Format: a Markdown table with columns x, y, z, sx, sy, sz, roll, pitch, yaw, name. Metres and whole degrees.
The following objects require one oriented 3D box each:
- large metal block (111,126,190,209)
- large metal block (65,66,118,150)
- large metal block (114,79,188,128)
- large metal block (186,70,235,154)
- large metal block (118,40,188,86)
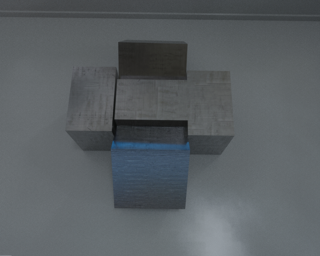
| x | y | z | sx | sy | sz | roll | pitch | yaw | name |
| --- | --- | --- | --- | --- | --- | --- | --- | --- | --- |
| -0.011 | 0.045 | 0.355 | 0.081 | 0.079 | 0.050 | 1 | 28 | -1 | large metal block |
| -0.077 | -0.021 | 0.386 | 0.050 | 0.080 | 0.080 | 1 | 70 | 0 | large metal block |
| -0.009 | -0.019 | 0.386 | 0.080 | 0.080 | 0.050 | 1 | 70 | 0 | large metal block |
| 0.056 | -0.016 | 0.385 | 0.050 | 0.080 | 0.080 | 1 | 70 | 0 | large metal block |
| -0.008 | -0.087 | 0.404 | 0.080 | 0.080 | 0.050 | 2 | 108 | 0 | large metal block |
